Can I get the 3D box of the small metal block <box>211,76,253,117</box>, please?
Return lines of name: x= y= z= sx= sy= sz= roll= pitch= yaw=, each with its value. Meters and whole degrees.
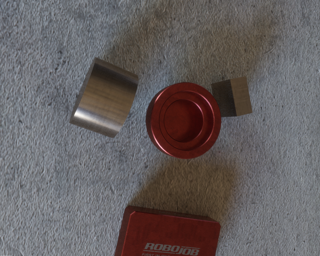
small metal block: x=0.099 y=-0.042 z=0.433 sx=0.025 sy=0.050 sz=0.050 roll=-13 pitch=95 yaw=-20

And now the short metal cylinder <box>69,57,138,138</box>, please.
short metal cylinder: x=-0.065 y=-0.034 z=0.356 sx=0.050 sy=0.080 sz=0.080 roll=21 pitch=83 yaw=-19

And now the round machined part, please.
round machined part: x=0.028 y=-0.009 z=0.411 sx=0.099 sy=0.042 sz=0.097 roll=0 pitch=90 yaw=-20

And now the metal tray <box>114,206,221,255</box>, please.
metal tray: x=0.010 y=0.159 z=0.411 sx=0.131 sy=0.030 sz=0.090 roll=14 pitch=85 yaw=-20
